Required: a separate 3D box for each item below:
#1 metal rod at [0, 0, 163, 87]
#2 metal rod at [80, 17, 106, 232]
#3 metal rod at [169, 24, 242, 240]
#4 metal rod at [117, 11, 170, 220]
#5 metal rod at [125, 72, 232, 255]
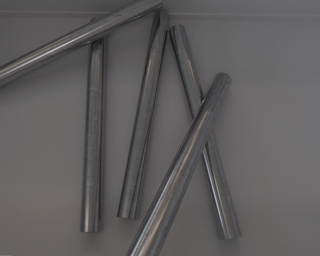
[{"bbox_3d":[-0.136,-0.112,0.428,0.301,0.025,0.025,-27,72,-2],"label":"metal rod"},{"bbox_3d":[-0.087,-0.018,0.415,0.025,0.025,0.299,-2,70,-1],"label":"metal rod"},{"bbox_3d":[0.054,-0.009,0.412,0.025,0.025,0.299,-11,70,-4],"label":"metal rod"},{"bbox_3d":[-0.018,-0.031,0.420,0.025,0.025,0.299,8,70,3],"label":"metal rod"},{"bbox_3d":[0.031,0.028,0.336,0.025,0.025,0.301,23,47,8],"label":"metal rod"}]
